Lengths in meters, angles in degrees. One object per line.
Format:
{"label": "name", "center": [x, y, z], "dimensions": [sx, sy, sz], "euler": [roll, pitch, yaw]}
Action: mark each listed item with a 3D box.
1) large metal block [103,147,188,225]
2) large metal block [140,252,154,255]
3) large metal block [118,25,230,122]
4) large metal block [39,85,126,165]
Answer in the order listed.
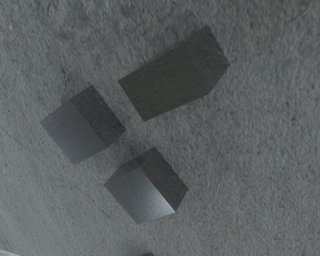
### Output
{"label": "large metal block", "center": [-0.020, 0.086, 0.453], "dimensions": [0.080, 0.050, 0.080], "euler": [-30, 102, 37]}
{"label": "large metal block", "center": [-0.026, 0.290, 0.582], "dimensions": [0.080, 0.050, 0.080], "euler": [48, 128, -6]}
{"label": "large metal block", "center": [0.017, -0.058, 0.325], "dimensions": [0.080, 0.080, 0.050], "euler": [-22, 107, 36]}
{"label": "large metal block", "center": [-0.111, -0.003, 0.445], "dimensions": [0.080, 0.050, 0.080], "euler": [-27, 104, 37]}
